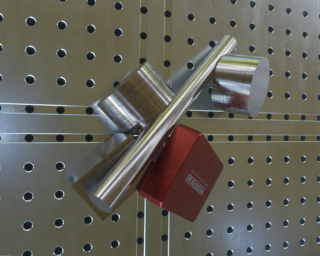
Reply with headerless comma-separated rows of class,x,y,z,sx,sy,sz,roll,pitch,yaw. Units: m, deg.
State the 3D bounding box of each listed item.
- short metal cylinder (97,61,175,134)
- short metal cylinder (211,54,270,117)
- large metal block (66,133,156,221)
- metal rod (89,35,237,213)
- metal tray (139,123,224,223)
short metal cylinder,-0.029,-0.036,0.373,0.080,0.080,0.050,-45,105,-15
short metal cylinder,0.111,-0.058,0.420,0.081,0.050,0.079,-29,126,-50
large metal block,-0.058,0.051,0.362,0.080,0.080,0.050,-41,104,-15
metal rod,0.023,-0.028,0.365,0.025,0.025,0.301,49,54,-14
metal tray,0.033,0.061,0.381,0.090,0.030,0.130,-59,149,-10
